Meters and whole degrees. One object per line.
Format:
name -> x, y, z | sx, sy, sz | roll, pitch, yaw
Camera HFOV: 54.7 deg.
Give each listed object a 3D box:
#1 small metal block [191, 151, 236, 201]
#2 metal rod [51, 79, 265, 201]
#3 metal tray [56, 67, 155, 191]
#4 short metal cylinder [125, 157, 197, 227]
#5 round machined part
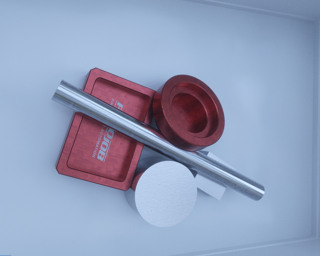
small metal block -> 0.070, 0.066, 0.436 | 0.050, 0.025, 0.050 | 33, 79, -17
metal rod -> 0.014, 0.025, 0.384 | 0.301, 0.025, 0.025 | 28, 81, -21
metal tray -> -0.064, 0.003, 0.382 | 0.091, 0.030, 0.129 | 20, 83, -19
short metal cylinder -> 0.000, 0.079, 0.396 | 0.081, 0.050, 0.079 | 0, 90, -21
round machined part -> 0.032, -0.016, 0.400 | 0.099, 0.042, 0.098 | 15, 61, -28
